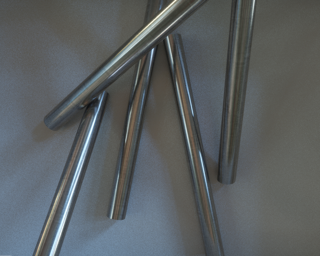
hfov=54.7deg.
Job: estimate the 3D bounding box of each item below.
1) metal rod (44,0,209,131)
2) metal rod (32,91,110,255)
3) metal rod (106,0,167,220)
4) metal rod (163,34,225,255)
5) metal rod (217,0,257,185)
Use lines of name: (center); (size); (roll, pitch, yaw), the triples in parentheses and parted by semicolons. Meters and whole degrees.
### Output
metal rod: (-0.033, -0.083, 0.344); (0.299, 0.025, 0.025); (-35, 91, 27)
metal rod: (-0.107, 0.084, 0.341); (0.025, 0.025, 0.300); (12, 62, 0)
metal rod: (-0.030, -0.029, 0.410); (0.025, 0.025, 0.298); (11, 90, -1)
metal rod: (0.045, 0.025, 0.412); (0.025, 0.025, 0.298); (-11, 90, 0)
metal rod: (0.087, -0.065, 0.349); (0.025, 0.025, 0.298); (-1, 116, 0)
